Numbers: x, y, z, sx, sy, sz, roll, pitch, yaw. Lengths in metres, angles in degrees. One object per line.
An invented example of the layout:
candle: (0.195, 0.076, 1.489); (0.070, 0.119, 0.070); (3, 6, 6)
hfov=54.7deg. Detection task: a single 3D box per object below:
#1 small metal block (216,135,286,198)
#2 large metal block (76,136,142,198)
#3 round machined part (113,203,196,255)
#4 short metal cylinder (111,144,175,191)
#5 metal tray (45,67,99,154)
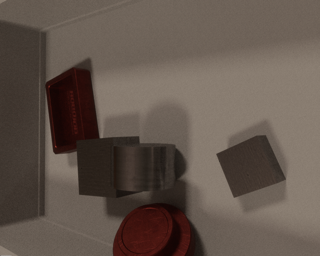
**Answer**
small metal block: (0.095, 0.041, 0.327); (0.050, 0.025, 0.050); (-31, 71, 35)
large metal block: (-0.074, 0.055, 0.449); (0.080, 0.050, 0.080); (-6, 86, 39)
round machined part: (-0.011, 0.130, 0.366); (0.098, 0.098, 0.042); (16, 143, 38)
short metal cylinder: (-0.021, 0.046, 0.386); (0.080, 0.081, 0.050); (0, 90, 39)
metal tray: (-0.150, -0.026, 0.524); (0.090, 0.030, 0.129); (-15, 80, 38)
